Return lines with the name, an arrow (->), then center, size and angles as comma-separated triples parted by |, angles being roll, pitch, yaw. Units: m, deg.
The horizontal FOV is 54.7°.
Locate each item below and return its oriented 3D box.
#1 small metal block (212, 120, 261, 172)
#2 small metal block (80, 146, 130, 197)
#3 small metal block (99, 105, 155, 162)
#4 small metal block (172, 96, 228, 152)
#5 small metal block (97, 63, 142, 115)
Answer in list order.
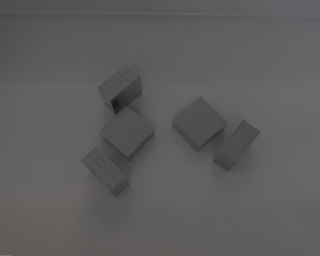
small metal block -> 0.094, 0.024, 0.388 | 0.025, 0.050, 0.050 | 37, 74, 12
small metal block -> -0.065, 0.054, 0.376 | 0.025, 0.050, 0.050 | -43, 76, -14
small metal block -> -0.043, 0.007, 0.407 | 0.050, 0.025, 0.050 | 39, 74, 13
small metal block -> 0.052, -0.005, 0.412 | 0.050, 0.025, 0.050 | -38, 75, -13
small metal block -> -0.052, -0.050, 0.414 | 0.050, 0.050, 0.025 | -43, 76, -14
